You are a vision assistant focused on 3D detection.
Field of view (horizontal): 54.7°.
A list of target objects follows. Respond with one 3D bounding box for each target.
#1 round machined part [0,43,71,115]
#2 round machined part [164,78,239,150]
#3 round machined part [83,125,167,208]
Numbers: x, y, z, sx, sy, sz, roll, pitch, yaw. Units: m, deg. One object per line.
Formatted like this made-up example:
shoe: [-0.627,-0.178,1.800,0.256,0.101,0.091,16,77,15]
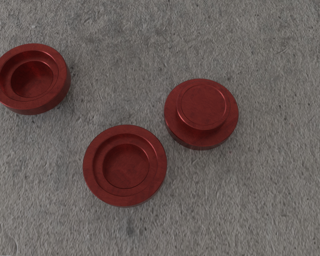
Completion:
round machined part: [-0.170,-0.062,0.420,0.099,0.042,0.098,0,70,0]
round machined part: [0.055,-0.023,0.408,0.099,0.042,0.098,0,70,0]
round machined part: [-0.041,0.048,0.381,0.099,0.042,0.098,0,70,0]
